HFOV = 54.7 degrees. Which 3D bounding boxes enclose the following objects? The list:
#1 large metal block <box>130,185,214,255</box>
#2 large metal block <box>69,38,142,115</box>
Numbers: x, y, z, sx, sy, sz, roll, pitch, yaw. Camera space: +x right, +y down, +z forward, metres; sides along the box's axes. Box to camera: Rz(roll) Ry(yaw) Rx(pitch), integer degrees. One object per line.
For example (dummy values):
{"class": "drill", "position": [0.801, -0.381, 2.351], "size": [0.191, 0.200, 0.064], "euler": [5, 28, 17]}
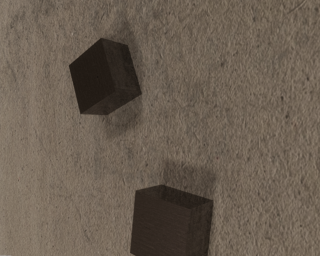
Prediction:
{"class": "large metal block", "position": [0.013, 0.121, 0.376], "size": [0.080, 0.050, 0.079], "euler": [9, 96, 39]}
{"class": "large metal block", "position": [-0.082, -0.071, 0.453], "size": [0.080, 0.050, 0.080], "euler": [-26, 74, 36]}
